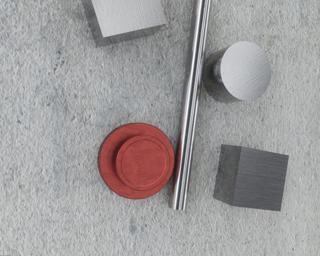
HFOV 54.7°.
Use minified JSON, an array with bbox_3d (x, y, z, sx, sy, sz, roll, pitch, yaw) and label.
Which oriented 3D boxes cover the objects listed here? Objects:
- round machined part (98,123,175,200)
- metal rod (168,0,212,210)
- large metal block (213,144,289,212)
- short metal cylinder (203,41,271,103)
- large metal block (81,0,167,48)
[{"bbox_3d":[-0.026,0.042,0.391,0.099,0.042,0.097,0,90,-21],"label":"round machined part"},{"bbox_3d":[0.042,-0.040,0.425,0.025,0.025,0.298,8,87,-20],"label":"metal rod"},{"bbox_3d":[0.130,0.070,0.446,0.081,0.050,0.080,11,86,-20],"label":"large metal block"},{"bbox_3d":[0.107,-0.076,0.437,0.081,0.050,0.079,0,90,-21],"label":"short metal cylinder"},{"bbox_3d":[-0.048,-0.152,0.379,0.081,0.050,0.080,-19,97,-19],"label":"large metal block"}]
